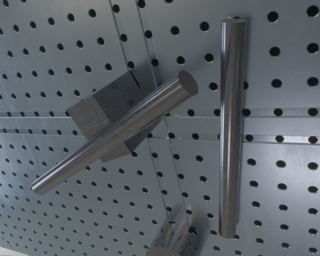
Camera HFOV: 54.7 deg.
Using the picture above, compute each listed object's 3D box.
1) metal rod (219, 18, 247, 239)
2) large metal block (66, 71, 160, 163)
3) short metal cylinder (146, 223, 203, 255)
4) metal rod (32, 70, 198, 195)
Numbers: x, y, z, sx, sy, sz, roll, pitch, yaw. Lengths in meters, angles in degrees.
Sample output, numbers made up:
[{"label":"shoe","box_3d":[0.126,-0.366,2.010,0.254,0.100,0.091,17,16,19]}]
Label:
[{"label":"metal rod","box_3d":[0.086,0.023,0.379,0.025,0.025,0.298,9,122,23]},{"label":"large metal block","box_3d":[-0.056,-0.015,0.396,0.050,0.080,0.080,-21,107,36]},{"label":"short metal cylinder","box_3d":[0.024,0.205,0.509,0.080,0.050,0.079,13,124,21]},{"label":"metal rod","box_3d":[-0.075,0.023,0.361,0.299,0.025,0.025,-32,101,38]}]
